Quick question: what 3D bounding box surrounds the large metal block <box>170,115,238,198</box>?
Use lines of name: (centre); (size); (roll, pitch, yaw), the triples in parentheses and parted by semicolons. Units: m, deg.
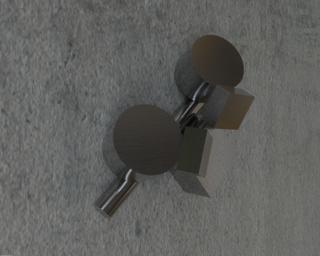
large metal block: (0.055, 0.037, 0.436); (0.080, 0.050, 0.080); (-49, 119, -29)

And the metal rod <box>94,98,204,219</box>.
metal rod: (0.021, -0.003, 0.425); (0.301, 0.025, 0.025); (-49, 119, -29)

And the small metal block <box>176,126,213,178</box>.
small metal block: (0.042, 0.029, 0.363); (0.050, 0.025, 0.050); (40, 62, -69)

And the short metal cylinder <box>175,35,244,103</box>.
short metal cylinder: (0.068, -0.081, 0.430); (0.081, 0.050, 0.080); (8, 69, -21)

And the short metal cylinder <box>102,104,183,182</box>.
short metal cylinder: (-0.021, 0.019, 0.356); (0.081, 0.050, 0.080); (8, 69, -21)

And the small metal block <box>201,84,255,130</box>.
small metal block: (0.088, -0.026, 0.401); (0.050, 0.025, 0.050); (3, 119, -40)
